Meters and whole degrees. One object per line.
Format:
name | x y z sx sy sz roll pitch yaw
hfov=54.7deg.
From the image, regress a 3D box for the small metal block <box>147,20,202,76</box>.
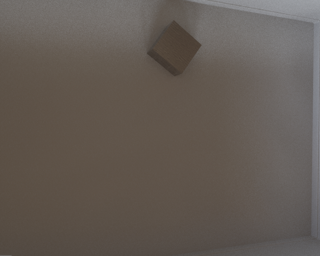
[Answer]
small metal block | 0.019 -0.107 0.419 0.050 0.025 0.050 37 78 -17
